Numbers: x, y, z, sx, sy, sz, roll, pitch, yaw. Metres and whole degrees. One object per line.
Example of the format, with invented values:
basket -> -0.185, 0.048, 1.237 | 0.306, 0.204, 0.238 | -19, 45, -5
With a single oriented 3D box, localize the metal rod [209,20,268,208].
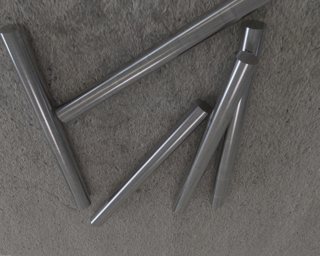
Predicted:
metal rod -> 0.095, 0.008, 0.414 | 0.025, 0.025, 0.298 | 0, 130, -1

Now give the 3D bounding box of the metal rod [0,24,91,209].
metal rod -> -0.140, 0.011, 0.414 | 0.025, 0.025, 0.298 | -4, 130, 3

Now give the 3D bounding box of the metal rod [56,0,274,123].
metal rod -> 0.003, -0.081, 0.337 | 0.300, 0.025, 0.025 | -27, 125, 21

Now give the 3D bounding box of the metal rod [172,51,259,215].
metal rod -> 0.060, 0.032, 0.418 | 0.025, 0.025, 0.298 | 8, 135, -7

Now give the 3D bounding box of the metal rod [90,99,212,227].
metal rod -> -0.028, 0.068, 0.464 | 0.025, 0.025, 0.298 | 27, 125, -21
